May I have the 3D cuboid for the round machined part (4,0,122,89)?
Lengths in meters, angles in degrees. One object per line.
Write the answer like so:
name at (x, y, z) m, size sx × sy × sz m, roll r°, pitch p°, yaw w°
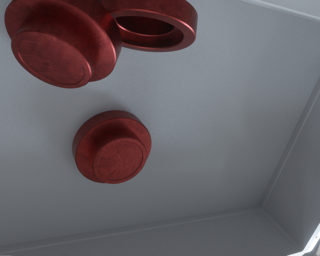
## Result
round machined part at (-0.087, -0.072, 0.270) m, size 0.098 × 0.042 × 0.098 m, roll 10°, pitch 149°, yaw 7°

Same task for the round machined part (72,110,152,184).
round machined part at (-0.055, 0.031, 0.386) m, size 0.099 × 0.042 × 0.097 m, roll -14°, pitch 124°, yaw -21°

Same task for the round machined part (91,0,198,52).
round machined part at (-0.013, -0.110, 0.295) m, size 0.099 × 0.098 × 0.042 m, roll 9°, pitch 84°, yaw -33°

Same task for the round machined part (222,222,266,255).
round machined part at (0.183, 0.251, 0.656) m, size 0.099 × 0.042 × 0.097 m, roll -14°, pitch 124°, yaw -21°
